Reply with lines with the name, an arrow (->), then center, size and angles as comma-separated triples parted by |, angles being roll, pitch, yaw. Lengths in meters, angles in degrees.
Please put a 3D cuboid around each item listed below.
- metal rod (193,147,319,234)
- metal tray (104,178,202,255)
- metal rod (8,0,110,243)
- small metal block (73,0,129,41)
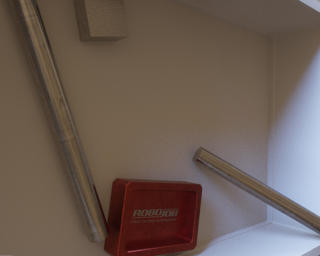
metal rod -> 0.184, 0.114, 0.482 | 0.301, 0.025, 0.025 | 30, 69, -9
metal tray -> -0.003, 0.115, 0.402 | 0.131, 0.030, 0.090 | 11, 83, -40
metal rod -> -0.105, -0.019, 0.319 | 0.025, 0.025, 0.298 | -24, 105, -38
small metal block -> -0.067, -0.127, 0.352 | 0.050, 0.025, 0.050 | -14, 99, -39
